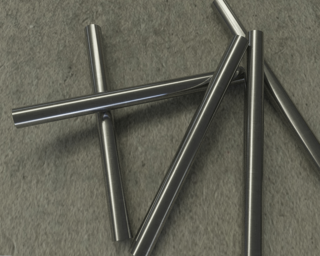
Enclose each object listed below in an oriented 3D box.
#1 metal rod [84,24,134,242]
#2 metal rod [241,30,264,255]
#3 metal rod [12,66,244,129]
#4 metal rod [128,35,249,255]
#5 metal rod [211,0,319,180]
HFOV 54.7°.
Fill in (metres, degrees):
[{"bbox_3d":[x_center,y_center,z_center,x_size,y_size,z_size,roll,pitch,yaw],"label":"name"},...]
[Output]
[{"bbox_3d":[-0.071,-0.008,0.410,0.025,0.025,0.299,-10,70,-4],"label":"metal rod"},{"bbox_3d":[0.118,0.016,0.389,0.025,0.025,0.299,5,75,1],"label":"metal rod"},{"bbox_3d":[-0.028,-0.043,0.402,0.302,0.025,0.025,-13,71,-13],"label":"metal rod"},{"bbox_3d":[0.041,0.015,0.384,0.025,0.025,0.299,25,79,8],"label":"metal rod"},{"bbox_3d":[0.152,-0.066,0.434,0.025,0.025,0.299,-23,72,-8],"label":"metal rod"}]
